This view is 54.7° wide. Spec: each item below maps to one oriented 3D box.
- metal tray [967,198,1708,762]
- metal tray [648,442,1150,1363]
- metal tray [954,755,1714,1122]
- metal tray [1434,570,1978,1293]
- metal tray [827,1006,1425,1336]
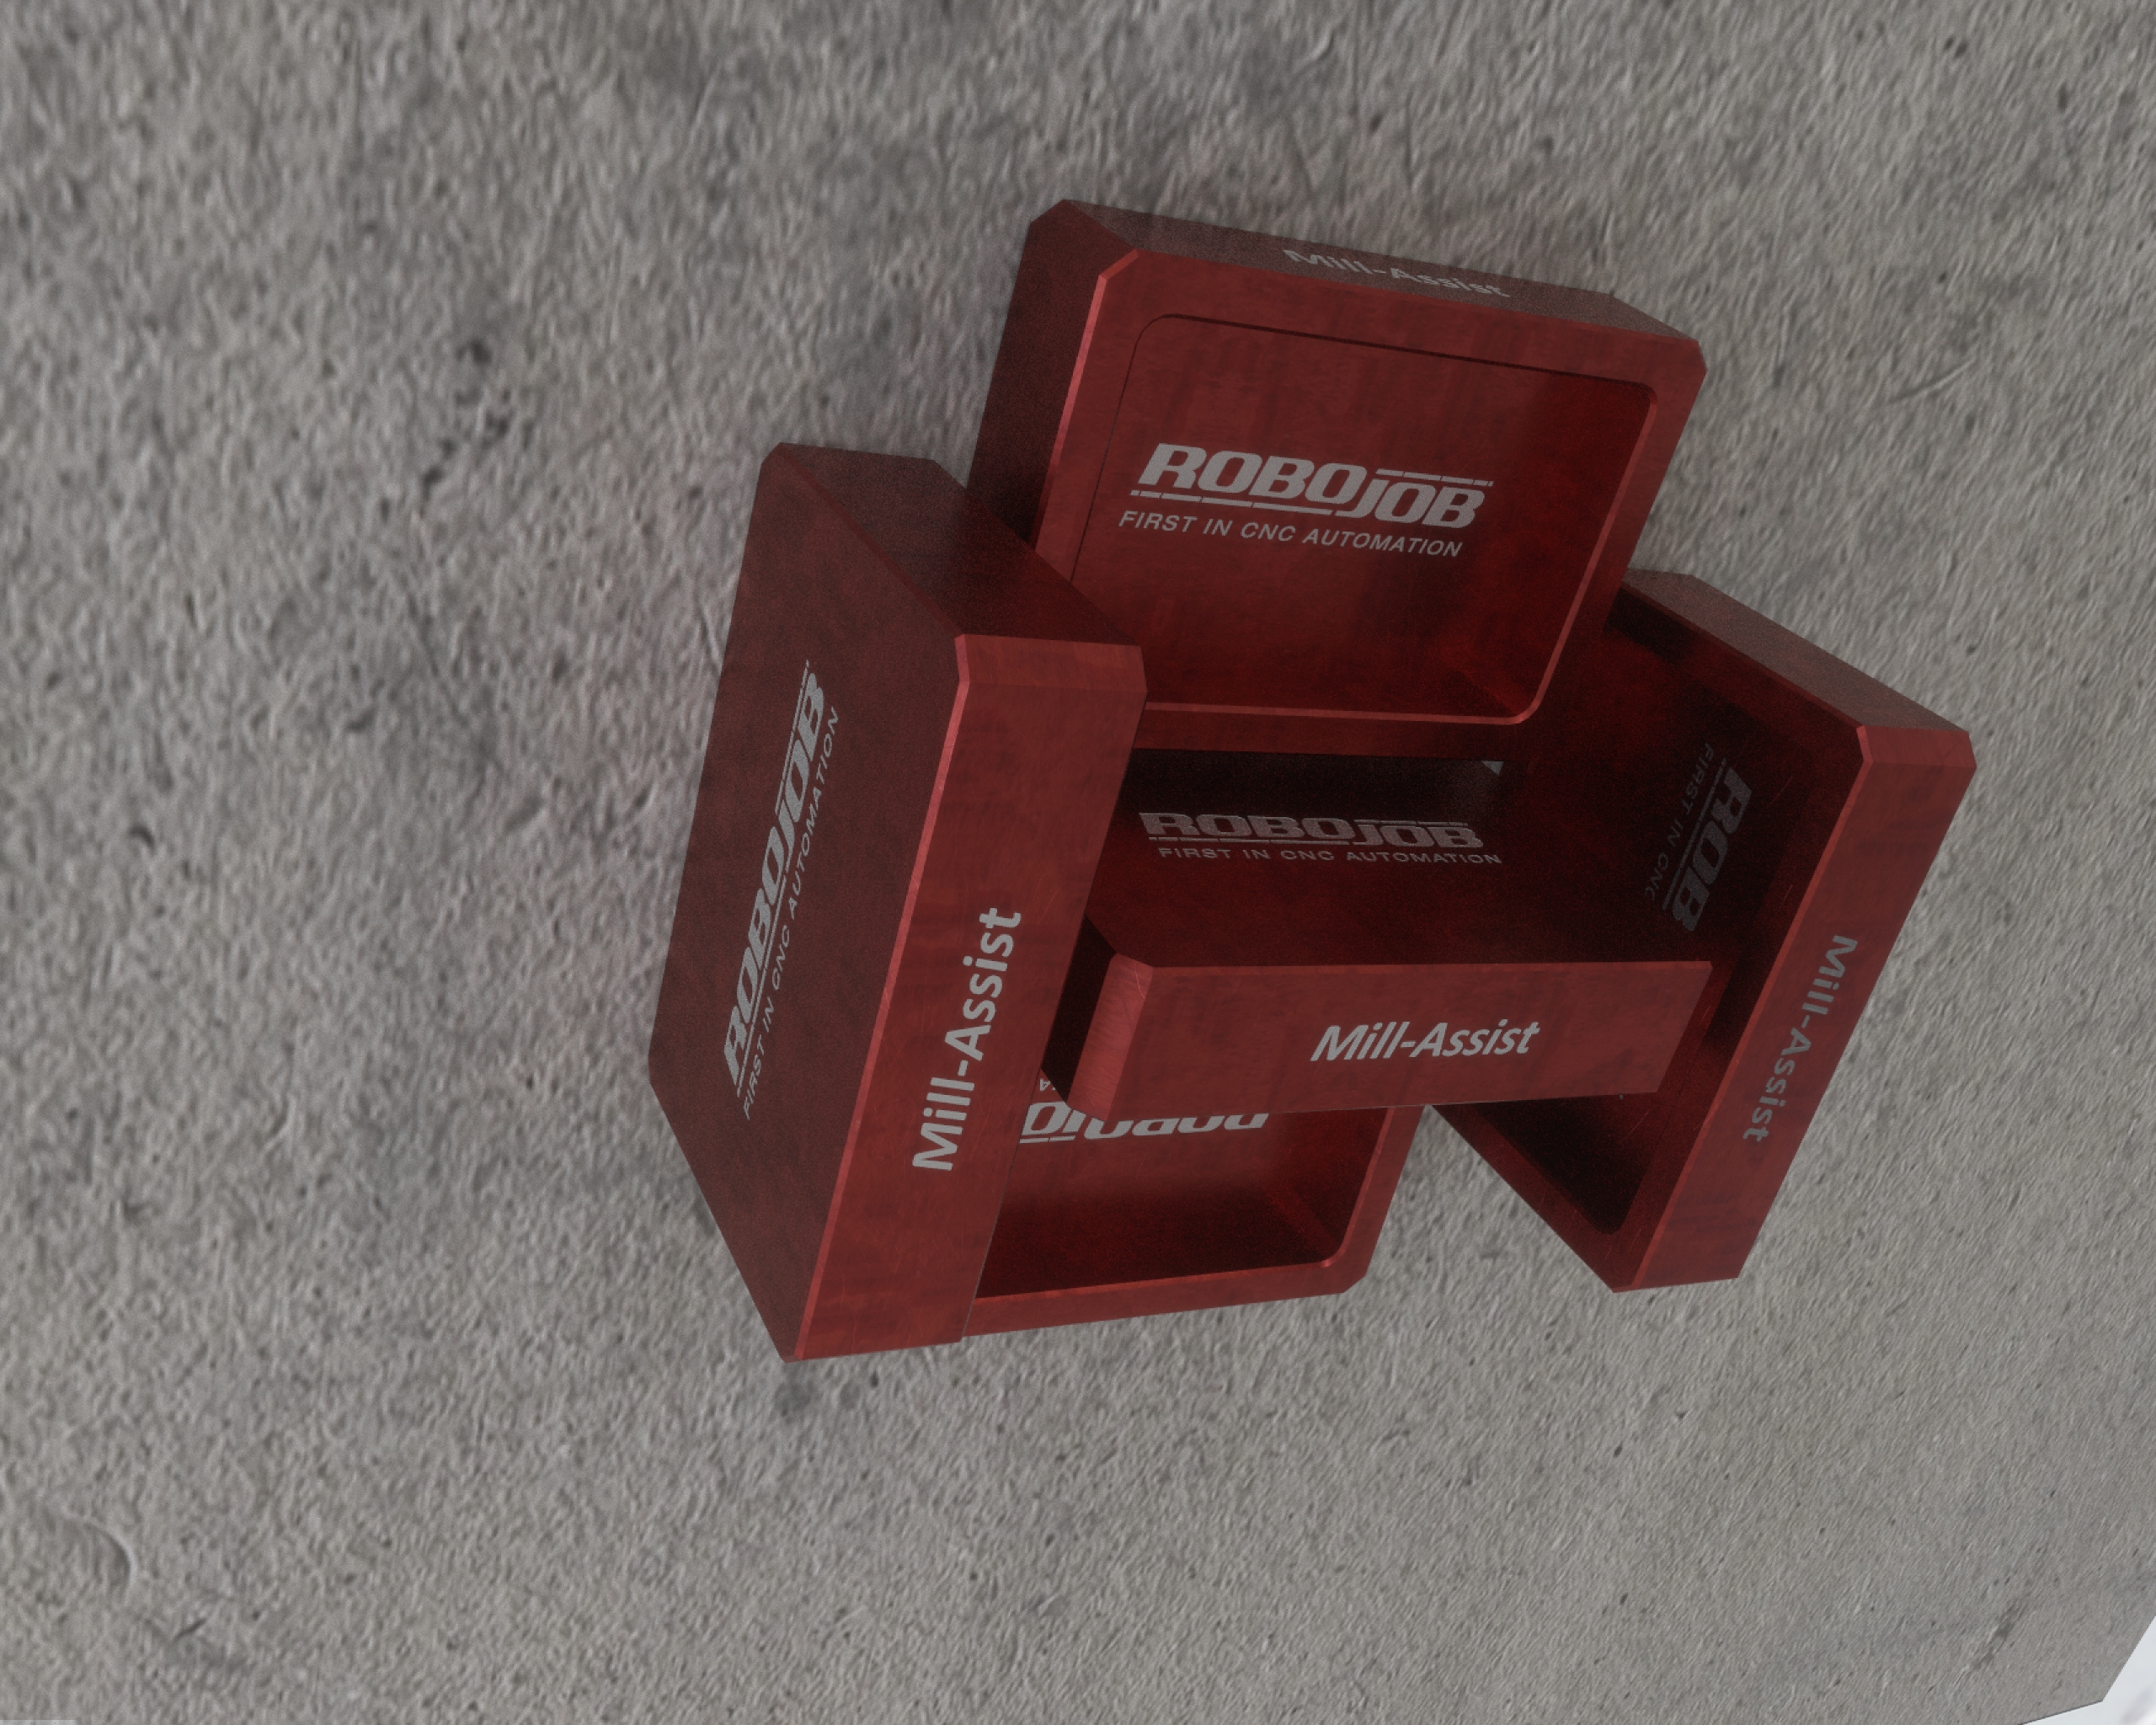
[{"bbox_3d":[0.045,-0.066,0.389,0.131,0.030,0.089,0,121,-29],"label":"metal tray"},{"bbox_3d":[-0.036,0.006,0.350,0.030,0.090,0.129,1,119,-29],"label":"metal tray"},{"bbox_3d":[0.042,0.009,0.396,0.131,0.090,0.030,1,119,-29],"label":"metal tray"},{"bbox_3d":[0.122,0.013,0.441,0.030,0.090,0.129,1,118,-29],"label":"metal tray"},{"bbox_3d":[0.013,0.053,0.447,0.131,0.030,0.089,0,117,-29],"label":"metal tray"}]
